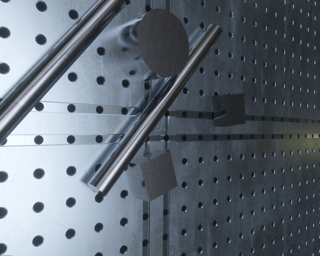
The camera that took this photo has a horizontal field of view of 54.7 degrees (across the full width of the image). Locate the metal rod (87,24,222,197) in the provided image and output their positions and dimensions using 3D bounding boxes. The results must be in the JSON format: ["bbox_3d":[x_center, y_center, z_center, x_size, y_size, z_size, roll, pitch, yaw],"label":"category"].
[{"bbox_3d":[0.007,-0.040,0.414,0.025,0.025,0.301,50,60,-28],"label":"metal rod"}]

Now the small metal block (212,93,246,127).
[{"bbox_3d":[0.113,-0.029,0.504,0.050,0.025,0.050,-8,95,-40],"label":"small metal block"}]

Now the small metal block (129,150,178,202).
[{"bbox_3d":[-0.008,0.060,0.403,0.050,0.025,0.050,-21,104,-38],"label":"small metal block"}]

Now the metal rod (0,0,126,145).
[{"bbox_3d":[-0.125,-0.038,0.303,0.025,0.025,0.300,48,62,-30],"label":"metal rod"}]

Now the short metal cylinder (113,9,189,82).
[{"bbox_3d":[-0.010,-0.100,0.384,0.081,0.050,0.079,0,90,-40],"label":"short metal cylinder"}]
